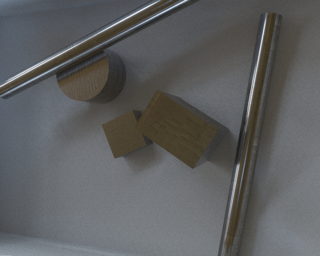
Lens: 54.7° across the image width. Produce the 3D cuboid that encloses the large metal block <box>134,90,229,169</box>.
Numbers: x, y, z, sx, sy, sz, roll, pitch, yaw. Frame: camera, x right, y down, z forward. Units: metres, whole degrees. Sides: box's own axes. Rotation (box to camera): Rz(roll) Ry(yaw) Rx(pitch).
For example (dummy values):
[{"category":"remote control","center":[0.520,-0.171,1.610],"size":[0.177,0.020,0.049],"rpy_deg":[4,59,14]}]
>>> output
[{"category":"large metal block","center":[0.029,0.001,0.370],"size":[0.080,0.080,0.050],"rpy_deg":[34,101,16]}]

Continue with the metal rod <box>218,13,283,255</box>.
[{"category":"metal rod","center":[0.107,0.016,0.372],"size":[0.025,0.025,0.298],"rpy_deg":[10,93,19]}]

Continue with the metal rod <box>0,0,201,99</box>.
[{"category":"metal rod","center":[-0.086,-0.104,0.386],"size":[0.300,0.025,0.025],"rpy_deg":[-21,83,18]}]

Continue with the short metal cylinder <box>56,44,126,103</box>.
[{"category":"short metal cylinder","center":[-0.094,-0.075,0.429],"size":[0.080,0.050,0.079],"rpy_deg":[0,90,19]}]

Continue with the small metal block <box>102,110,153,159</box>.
[{"category":"small metal block","center":[-0.045,0.009,0.425],"size":[0.050,0.025,0.050],"rpy_deg":[-24,82,18]}]
